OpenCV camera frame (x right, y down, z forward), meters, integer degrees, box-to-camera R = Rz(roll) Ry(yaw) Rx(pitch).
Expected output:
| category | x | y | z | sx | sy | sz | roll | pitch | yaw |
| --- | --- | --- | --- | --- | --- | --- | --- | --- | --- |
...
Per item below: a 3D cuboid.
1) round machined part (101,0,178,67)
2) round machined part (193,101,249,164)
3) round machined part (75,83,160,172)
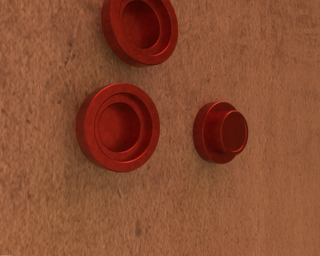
| category | x | y | z | sx | sy | sz | roll | pitch | yaw |
| --- | --- | --- | --- | --- | --- | --- | --- | --- | --- |
| round machined part | -0.028 | -0.121 | 0.372 | 0.099 | 0.042 | 0.097 | 0 | 90 | -40 |
| round machined part | 0.100 | 0.007 | 0.480 | 0.099 | 0.042 | 0.097 | 0 | 90 | -40 |
| round machined part | -0.051 | -0.001 | 0.353 | 0.099 | 0.042 | 0.097 | 0 | 90 | -40 |
